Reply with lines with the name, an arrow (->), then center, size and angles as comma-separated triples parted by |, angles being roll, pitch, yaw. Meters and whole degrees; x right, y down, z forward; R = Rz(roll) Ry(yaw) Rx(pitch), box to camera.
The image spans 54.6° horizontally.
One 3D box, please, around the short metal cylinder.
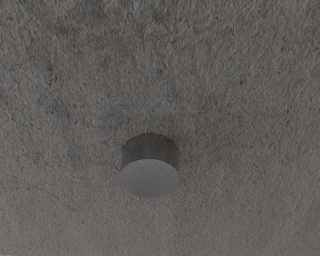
short metal cylinder -> -0.014, 0.053, 0.436 | 0.080, 0.050, 0.080 | 0, 130, 0
